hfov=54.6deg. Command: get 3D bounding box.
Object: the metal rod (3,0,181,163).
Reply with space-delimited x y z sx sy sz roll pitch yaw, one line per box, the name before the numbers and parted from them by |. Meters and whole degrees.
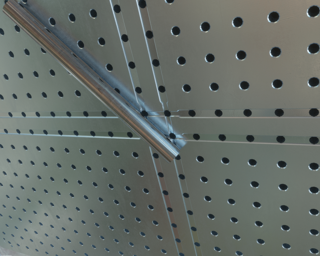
metal rod | -0.091 -0.062 0.421 0.300 0.025 0.025 42 129 -2
